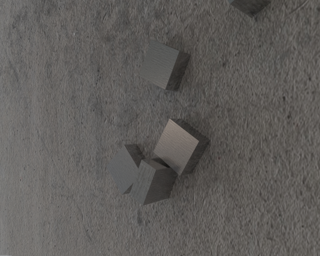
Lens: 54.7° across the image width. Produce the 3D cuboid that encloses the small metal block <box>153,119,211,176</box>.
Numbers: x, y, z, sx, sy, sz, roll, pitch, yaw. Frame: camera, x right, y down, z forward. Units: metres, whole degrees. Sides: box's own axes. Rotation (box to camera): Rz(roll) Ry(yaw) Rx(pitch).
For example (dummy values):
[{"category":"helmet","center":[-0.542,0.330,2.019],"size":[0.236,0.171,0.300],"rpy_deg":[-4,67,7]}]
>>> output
[{"category":"small metal block","center":[0.026,0.023,0.384],"size":[0.050,0.025,0.050],"rpy_deg":[39,114,33]}]

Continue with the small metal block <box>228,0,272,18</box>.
[{"category":"small metal block","center":[0.083,-0.148,0.320],"size":[0.025,0.050,0.050],"rpy_deg":[-36,68,34]}]

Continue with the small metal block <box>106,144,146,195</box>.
[{"category":"small metal block","center":[-0.043,0.058,0.441],"size":[0.050,0.025,0.050],"rpy_deg":[-49,61,29]}]

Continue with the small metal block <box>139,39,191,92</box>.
[{"category":"small metal block","center":[0.006,-0.081,0.400],"size":[0.050,0.025,0.050],"rpy_deg":[33,110,35]}]

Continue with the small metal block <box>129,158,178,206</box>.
[{"category":"small metal block","center":[-0.005,0.066,0.393],"size":[0.025,0.050,0.050],"rpy_deg":[31,109,36]}]
